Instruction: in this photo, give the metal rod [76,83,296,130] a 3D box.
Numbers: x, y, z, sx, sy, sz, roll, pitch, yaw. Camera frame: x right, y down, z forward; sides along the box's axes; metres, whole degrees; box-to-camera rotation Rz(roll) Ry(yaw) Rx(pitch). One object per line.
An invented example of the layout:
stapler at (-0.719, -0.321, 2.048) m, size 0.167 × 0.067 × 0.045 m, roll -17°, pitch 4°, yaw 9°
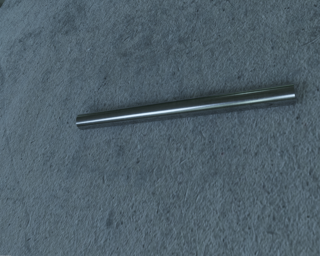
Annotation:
metal rod at (0.016, -0.024, 0.410) m, size 0.300 × 0.025 × 0.025 m, roll -6°, pitch 59°, yaw 25°
